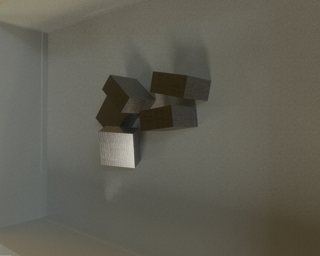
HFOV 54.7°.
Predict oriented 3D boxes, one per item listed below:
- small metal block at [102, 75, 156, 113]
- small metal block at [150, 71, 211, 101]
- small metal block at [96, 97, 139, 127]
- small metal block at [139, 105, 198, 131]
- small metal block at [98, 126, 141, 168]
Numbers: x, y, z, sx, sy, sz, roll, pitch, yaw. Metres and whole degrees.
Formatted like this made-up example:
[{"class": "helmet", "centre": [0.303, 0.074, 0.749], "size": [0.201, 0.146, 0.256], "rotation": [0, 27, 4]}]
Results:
[{"class": "small metal block", "centre": [-0.042, -0.046, 0.426], "size": [0.050, 0.050, 0.025], "rotation": [49, 119, 28]}, {"class": "small metal block", "centre": [0.025, -0.050, 0.370], "size": [0.050, 0.050, 0.025], "rotation": [15, 100, 39]}, {"class": "small metal block", "centre": [-0.063, -0.019, 0.459], "size": [0.050, 0.025, 0.050], "rotation": [46, 117, 30]}, {"class": "small metal block", "centre": [0.011, -0.011, 0.382], "size": [0.050, 0.050, 0.025], "rotation": [-8, 85, 40]}, {"class": "small metal block", "centre": [-0.056, 0.026, 0.433], "size": [0.050, 0.025, 0.050], "rotation": [4, 109, 15]}]
